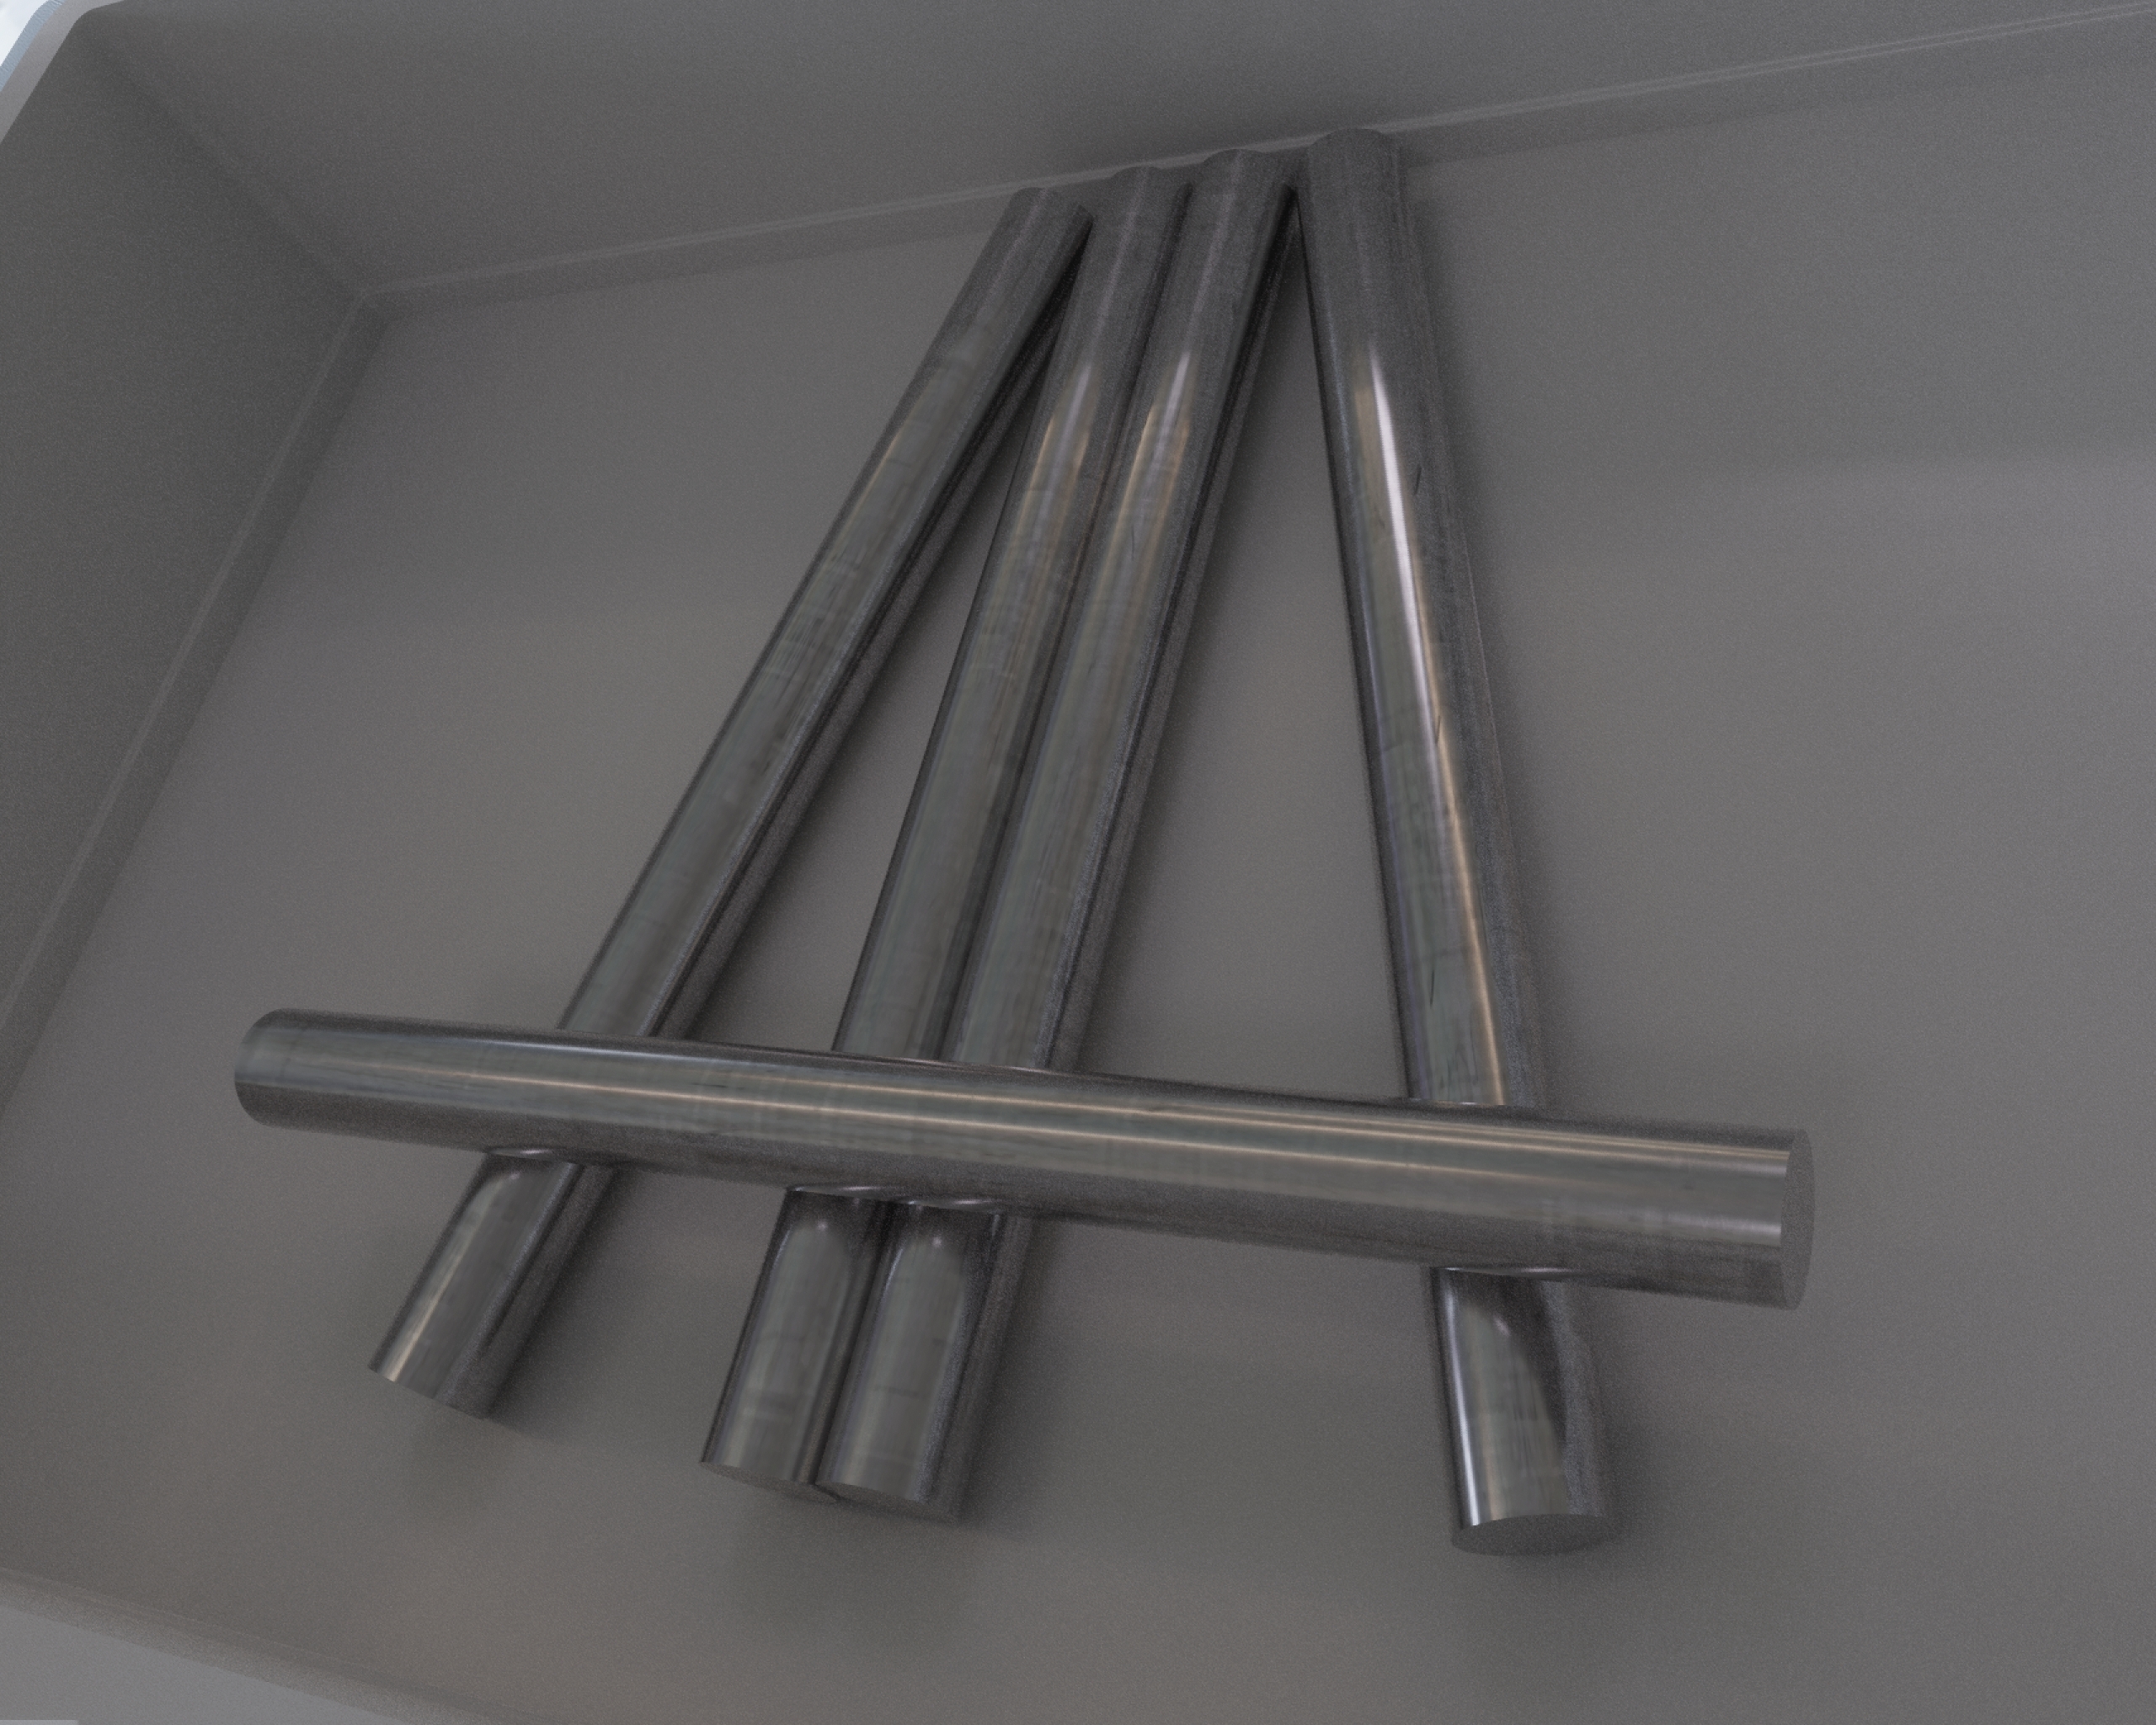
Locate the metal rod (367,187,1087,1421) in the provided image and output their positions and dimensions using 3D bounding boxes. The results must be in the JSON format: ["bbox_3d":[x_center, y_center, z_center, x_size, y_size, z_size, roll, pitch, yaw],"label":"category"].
[{"bbox_3d":[-0.066,-0.025,0.454,0.025,0.025,0.300,13,68,33],"label":"metal rod"}]

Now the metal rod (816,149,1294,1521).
[{"bbox_3d":[0.003,-0.023,0.417,0.025,0.025,0.300,1,62,29],"label":"metal rod"}]

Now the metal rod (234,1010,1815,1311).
[{"bbox_3d":[-0.032,0.046,0.360,0.300,0.025,0.025,1,63,29],"label":"metal rod"}]

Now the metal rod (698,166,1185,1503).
[{"bbox_3d":[-0.018,-0.023,0.428,0.025,0.025,0.300,1,62,29],"label":"metal rod"}]

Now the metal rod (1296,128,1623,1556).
[{"bbox_3d":[0.064,-0.027,0.387,0.025,0.025,0.299,-15,56,20],"label":"metal rod"}]
